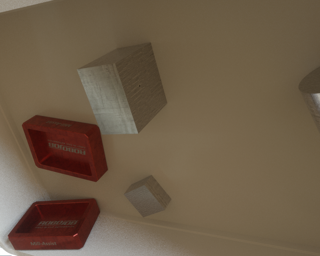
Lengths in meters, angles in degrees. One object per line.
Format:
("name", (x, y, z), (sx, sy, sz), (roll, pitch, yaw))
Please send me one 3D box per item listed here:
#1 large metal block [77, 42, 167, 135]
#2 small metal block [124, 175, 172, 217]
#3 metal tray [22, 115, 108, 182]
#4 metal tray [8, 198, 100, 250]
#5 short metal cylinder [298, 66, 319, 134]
("large metal block", (-0.039, -0.047, 0.363), (0.050, 0.080, 0.080), (-2, 118, 29))
("small metal block", (-0.019, 0.107, 0.484), (0.050, 0.025, 0.050), (-31, 102, 37))
("metal tray", (-0.154, 0.032, 0.503), (0.130, 0.030, 0.089), (9, 122, 23))
("metal tray", (-0.183, 0.167, 0.544), (0.130, 0.090, 0.030), (-6, 116, 14))
("short metal cylinder", (0.170, -0.029, 0.266), (0.080, 0.080, 0.050), (-21, 107, 35))
